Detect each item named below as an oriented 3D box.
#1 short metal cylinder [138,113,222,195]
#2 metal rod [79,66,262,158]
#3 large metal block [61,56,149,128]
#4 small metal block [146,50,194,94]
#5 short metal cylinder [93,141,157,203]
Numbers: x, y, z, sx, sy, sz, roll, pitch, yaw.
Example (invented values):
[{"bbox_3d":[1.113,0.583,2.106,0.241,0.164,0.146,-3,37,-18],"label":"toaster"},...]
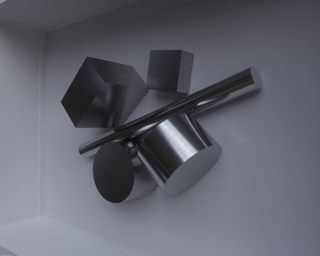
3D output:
[{"bbox_3d":[0.022,0.030,0.349,0.050,0.081,0.080,50,119,28],"label":"short metal cylinder"},{"bbox_3d":[-0.010,-0.008,0.412,0.299,0.025,0.025,-22,76,37],"label":"metal rod"},{"bbox_3d":[-0.076,-0.046,0.430,0.080,0.081,0.050,-51,61,28],"label":"large metal block"},{"bbox_3d":[0.012,-0.072,0.393,0.050,0.025,0.050,11,97,39],"label":"small metal block"},{"bbox_3d":[-0.046,0.058,0.424,0.080,0.050,0.079,0,90,39],"label":"short metal cylinder"}]
